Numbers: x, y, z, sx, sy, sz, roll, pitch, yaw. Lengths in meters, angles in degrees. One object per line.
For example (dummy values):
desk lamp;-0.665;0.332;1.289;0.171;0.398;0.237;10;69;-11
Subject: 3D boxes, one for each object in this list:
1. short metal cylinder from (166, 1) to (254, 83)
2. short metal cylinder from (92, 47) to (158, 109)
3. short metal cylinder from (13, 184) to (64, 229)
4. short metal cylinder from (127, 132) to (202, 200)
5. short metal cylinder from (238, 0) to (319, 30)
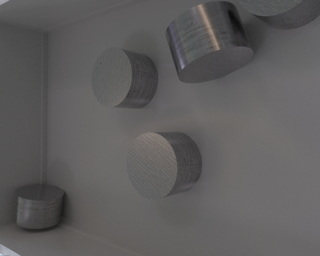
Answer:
short metal cylinder;0.051;-0.087;0.329;0.080;0.081;0.050;-25;74;37
short metal cylinder;-0.050;-0.068;0.432;0.080;0.050;0.080;0;90;40
short metal cylinder;-0.214;0.137;0.549;0.080;0.081;0.050;14;99;39
short metal cylinder;0.005;0.045;0.387;0.080;0.050;0.080;0;90;40
short metal cylinder;0.118;-0.140;0.293;0.080;0.050;0.080;0;90;40
